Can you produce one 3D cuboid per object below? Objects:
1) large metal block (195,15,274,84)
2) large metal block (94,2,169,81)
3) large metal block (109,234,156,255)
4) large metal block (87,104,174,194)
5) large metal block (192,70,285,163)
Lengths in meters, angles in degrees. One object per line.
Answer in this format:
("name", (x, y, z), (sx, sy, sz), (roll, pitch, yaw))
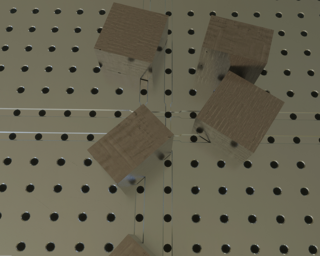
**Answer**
("large metal block", (0.097, -0.097, 0.419), (0.080, 0.080, 0.050), (16, 71, 5))
("large metal block", (-0.038, -0.122, 0.443), (0.080, 0.050, 0.080), (15, 71, 5))
("large metal block", (-0.018, 0.159, 0.324), (0.080, 0.080, 0.050), (40, 75, 13))
("large metal block", (-0.032, 0.029, 0.372), (0.080, 0.080, 0.050), (-41, 75, -14))
("large metal block", (0.100, -0.014, 0.405), (0.080, 0.050, 0.080), (33, 73, 11))
